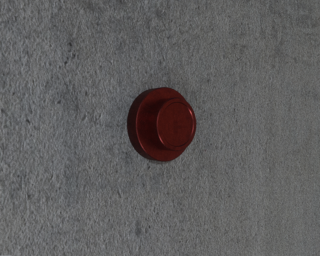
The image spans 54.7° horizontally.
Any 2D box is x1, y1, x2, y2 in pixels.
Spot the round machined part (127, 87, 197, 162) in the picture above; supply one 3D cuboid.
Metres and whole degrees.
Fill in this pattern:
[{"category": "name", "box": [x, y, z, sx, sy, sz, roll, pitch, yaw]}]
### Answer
[{"category": "round machined part", "box": [0.009, -0.005, 0.404, 0.099, 0.042, 0.097, 0, 90, -40]}]
